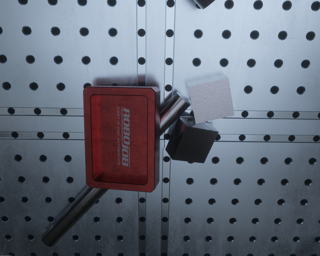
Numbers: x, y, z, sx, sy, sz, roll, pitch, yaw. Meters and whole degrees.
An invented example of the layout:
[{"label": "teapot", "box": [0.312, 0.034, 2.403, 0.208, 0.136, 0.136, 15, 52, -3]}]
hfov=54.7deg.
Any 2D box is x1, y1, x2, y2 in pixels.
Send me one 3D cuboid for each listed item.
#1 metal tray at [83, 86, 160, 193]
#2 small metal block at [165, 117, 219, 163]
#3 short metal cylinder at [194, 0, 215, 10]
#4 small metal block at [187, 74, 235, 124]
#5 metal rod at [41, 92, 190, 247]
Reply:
[{"label": "metal tray", "box": [-0.047, 0.012, 0.393, 0.090, 0.030, 0.129, 2, 100, 10]}, {"label": "small metal block", "box": [0.042, 0.017, 0.410, 0.050, 0.025, 0.050, 10, 114, -28]}, {"label": "short metal cylinder", "box": [0.057, -0.172, 0.322, 0.080, 0.080, 0.050, -43, 105, 14]}, {"label": "small metal block", "box": [0.065, -0.038, 0.401, 0.050, 0.025, 0.050, -12, 110, 4]}, {"label": "metal rod", "box": [-0.070, 0.066, 0.436, 0.025, 0.025, 0.299, 40, 105, -14]}]
